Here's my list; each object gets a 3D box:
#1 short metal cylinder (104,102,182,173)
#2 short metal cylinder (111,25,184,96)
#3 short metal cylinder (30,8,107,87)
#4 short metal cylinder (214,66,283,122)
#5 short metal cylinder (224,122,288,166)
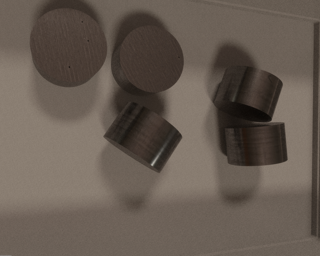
[{"bbox_3d":[-0.020,0.012,0.375,0.080,0.080,0.050,36,78,-17],"label":"short metal cylinder"},{"bbox_3d":[-0.017,-0.082,0.392,0.081,0.050,0.079,0,90,-21],"label":"short metal cylinder"},{"bbox_3d":[-0.106,-0.090,0.358,0.081,0.050,0.079,0,90,-21],"label":"short metal cylinder"},{"bbox_3d":[0.121,-0.045,0.428,0.080,0.080,0.050,22,83,-19],"label":"short metal cylinder"},{"bbox_3d":[0.133,0.021,0.432,0.081,0.080,0.050,-7,93,-20],"label":"short metal cylinder"}]
